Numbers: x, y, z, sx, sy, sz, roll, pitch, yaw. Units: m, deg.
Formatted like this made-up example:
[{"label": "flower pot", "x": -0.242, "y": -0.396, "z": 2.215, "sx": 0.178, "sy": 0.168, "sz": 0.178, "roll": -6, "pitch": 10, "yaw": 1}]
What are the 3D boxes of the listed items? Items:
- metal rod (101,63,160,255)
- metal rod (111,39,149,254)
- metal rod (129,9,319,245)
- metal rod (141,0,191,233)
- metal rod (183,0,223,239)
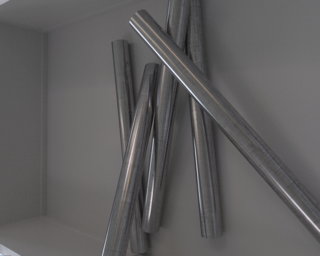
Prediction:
[{"label": "metal rod", "x": -0.033, "y": 0.054, "z": 0.355, "sx": 0.025, "sy": 0.025, "sz": 0.299, "roll": -11, "pitch": 58, "yaw": 39}, {"label": "metal rod", "x": -0.043, "y": 0.022, "z": 0.442, "sx": 0.025, "sy": 0.025, "sz": 0.298, "roll": -10, "pitch": 84, "yaw": 39}, {"label": "metal rod", "x": 0.067, "y": -0.011, "z": 0.315, "sx": 0.300, "sy": 0.025, "sz": 0.025, "roll": 51, "pitch": 121, "yaw": 14}, {"label": "metal rod", "x": 0.005, "y": -0.009, "z": 0.383, "sx": 0.025, "sy": 0.025, "sz": 0.298, "roll": 18, "pitch": 107, "yaw": 38}, {"label": "metal rod", "x": 0.047, "y": -0.025, "z": 0.367, "sx": 0.025, "sy": 0.025, "sz": 0.298, "roll": -8, "pitch": 85, "yaw": 40}]
